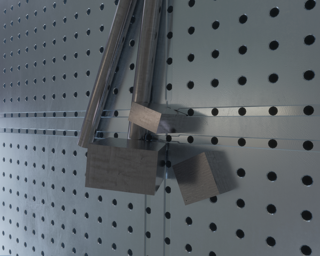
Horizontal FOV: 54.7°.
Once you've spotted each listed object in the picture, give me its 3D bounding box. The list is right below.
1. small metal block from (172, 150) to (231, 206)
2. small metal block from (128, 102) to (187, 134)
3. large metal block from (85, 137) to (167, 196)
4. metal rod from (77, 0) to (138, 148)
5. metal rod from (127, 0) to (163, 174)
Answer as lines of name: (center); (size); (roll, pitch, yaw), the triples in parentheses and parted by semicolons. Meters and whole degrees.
small metal block: (0.048, 0.060, 0.370); (0.050, 0.025, 0.050); (-29, 72, 36)
small metal block: (-0.003, -0.013, 0.396); (0.050, 0.050, 0.025); (25, 106, 37)
large metal block: (-0.038, 0.044, 0.385); (0.080, 0.080, 0.050); (5, 94, 8)
metal rod: (-0.075, -0.106, 0.470); (0.025, 0.025, 0.298); (32, 110, 35)
metal rod: (-0.021, -0.080, 0.426); (0.025, 0.025, 0.298); (13, 98, 39)
